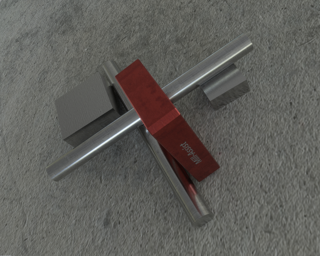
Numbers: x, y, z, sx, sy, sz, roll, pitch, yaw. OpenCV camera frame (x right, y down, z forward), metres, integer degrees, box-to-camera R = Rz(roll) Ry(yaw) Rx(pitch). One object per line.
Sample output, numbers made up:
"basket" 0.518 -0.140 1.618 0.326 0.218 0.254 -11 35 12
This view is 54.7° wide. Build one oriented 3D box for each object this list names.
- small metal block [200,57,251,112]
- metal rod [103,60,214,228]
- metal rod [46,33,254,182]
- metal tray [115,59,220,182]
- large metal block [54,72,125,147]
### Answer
"small metal block" 0.079 -0.057 0.398 0.050 0.025 0.050 -31 52 8
"metal rod" -0.018 -0.002 0.415 0.025 0.025 0.300 -36 51 4
"metal rod" -0.017 -0.023 0.394 0.300 0.025 0.025 -34 52 5
"metal tray" 0.011 -0.004 0.332 0.030 0.130 0.090 -37 51 4
"large metal block" -0.099 -0.022 0.451 0.080 0.050 0.080 -32 52 7
